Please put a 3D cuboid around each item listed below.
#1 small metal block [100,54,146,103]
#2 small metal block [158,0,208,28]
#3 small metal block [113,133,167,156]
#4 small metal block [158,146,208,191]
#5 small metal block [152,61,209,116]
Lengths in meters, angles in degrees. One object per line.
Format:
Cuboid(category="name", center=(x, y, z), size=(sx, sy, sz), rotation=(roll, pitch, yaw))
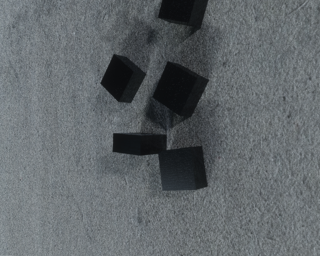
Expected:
Cuboid(category="small metal block", center=(-0.054, -0.071, 0.450), size=(0.050, 0.025, 0.050), rotation=(45, 117, 31))
Cuboid(category="small metal block", center=(0.030, -0.154, 0.380), size=(0.050, 0.025, 0.050), rotation=(25, 106, 37))
Cuboid(category="small metal block", center=(-0.026, 0.020, 0.411), size=(0.050, 0.050, 0.025), rotation=(3, 92, 40))
Cuboid(category="small metal block", center=(0.027, 0.050, 0.382), size=(0.050, 0.025, 0.050), rotation=(-11, 83, 39))
Cuboid(category="small metal block", center=(0.025, -0.048, 0.385), size=(0.050, 0.025, 0.050), rotation=(37, 113, 33))
